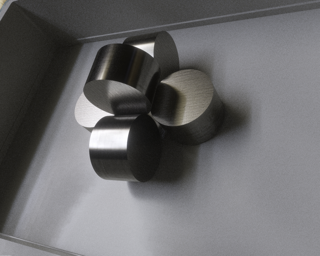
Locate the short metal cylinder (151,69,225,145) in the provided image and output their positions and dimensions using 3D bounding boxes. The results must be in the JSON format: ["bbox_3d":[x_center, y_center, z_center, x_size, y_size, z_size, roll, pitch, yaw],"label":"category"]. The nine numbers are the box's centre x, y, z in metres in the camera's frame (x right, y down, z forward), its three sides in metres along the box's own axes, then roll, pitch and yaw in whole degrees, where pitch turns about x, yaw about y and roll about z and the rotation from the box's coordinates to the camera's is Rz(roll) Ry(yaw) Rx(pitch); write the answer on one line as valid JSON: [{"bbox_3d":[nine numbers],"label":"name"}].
[{"bbox_3d":[0.034,-0.025,0.384,0.080,0.050,0.080,-13,56,21],"label":"short metal cylinder"}]

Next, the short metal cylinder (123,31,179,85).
[{"bbox_3d":[-0.012,-0.090,0.429,0.050,0.080,0.080,-1,61,27],"label":"short metal cylinder"}]

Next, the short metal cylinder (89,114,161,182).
[{"bbox_3d":[-0.039,0.024,0.374,0.050,0.080,0.080,-1,61,27],"label":"short metal cylinder"}]

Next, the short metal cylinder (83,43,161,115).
[{"bbox_3d":[-0.044,-0.054,0.367,0.080,0.080,0.050,-1,61,28],"label":"short metal cylinder"}]

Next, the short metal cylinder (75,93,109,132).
[{"bbox_3d":[-0.072,-0.024,0.440,0.080,0.050,0.080,-13,56,21],"label":"short metal cylinder"}]
